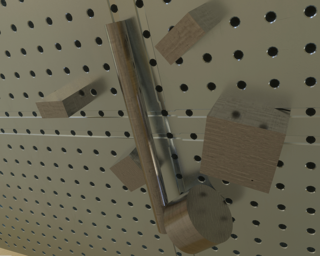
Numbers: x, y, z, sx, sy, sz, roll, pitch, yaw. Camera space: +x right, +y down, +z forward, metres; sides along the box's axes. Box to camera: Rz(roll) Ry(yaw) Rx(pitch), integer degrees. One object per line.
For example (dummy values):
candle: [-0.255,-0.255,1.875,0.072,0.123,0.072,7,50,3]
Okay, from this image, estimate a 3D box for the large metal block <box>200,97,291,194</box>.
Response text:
large metal block: [0.096,0.018,0.355,0.080,0.050,0.079,15,125,19]

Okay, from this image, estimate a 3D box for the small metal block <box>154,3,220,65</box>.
small metal block: [0.029,-0.097,0.319,0.025,0.050,0.050,48,129,-6]

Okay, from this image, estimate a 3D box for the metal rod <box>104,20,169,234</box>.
metal rod: [-0.022,0.013,0.412,0.025,0.025,0.298,-2,113,28]

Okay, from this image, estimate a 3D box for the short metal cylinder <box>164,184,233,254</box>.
short metal cylinder: [0.052,0.125,0.424,0.080,0.080,0.050,44,129,-3]

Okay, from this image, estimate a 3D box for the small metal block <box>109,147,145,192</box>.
small metal block: [-0.040,0.063,0.470,0.050,0.025,0.050,49,128,-7]

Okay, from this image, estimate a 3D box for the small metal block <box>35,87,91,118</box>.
small metal block: [-0.138,-0.037,0.443,0.050,0.050,0.025,0,118,28]
